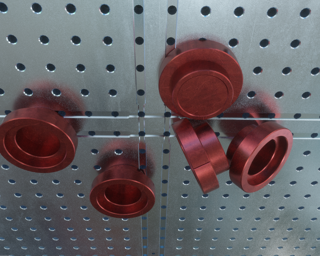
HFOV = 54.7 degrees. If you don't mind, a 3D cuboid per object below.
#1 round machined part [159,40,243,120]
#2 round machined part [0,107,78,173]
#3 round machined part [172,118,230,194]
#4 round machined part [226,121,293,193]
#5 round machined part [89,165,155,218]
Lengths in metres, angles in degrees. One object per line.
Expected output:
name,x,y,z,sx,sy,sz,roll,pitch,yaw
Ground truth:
round machined part,0.048,-0.048,0.361,0.099,0.042,0.097,-1,130,0
round machined part,-0.158,0.012,0.408,0.099,0.042,0.097,-1,130,0
round machined part,0.054,0.030,0.393,0.042,0.098,0.098,-25,128,1
round machined part,0.127,0.034,0.412,0.099,0.042,0.097,-21,129,-28
round machined part,-0.057,0.095,0.481,0.099,0.042,0.097,-1,130,0
